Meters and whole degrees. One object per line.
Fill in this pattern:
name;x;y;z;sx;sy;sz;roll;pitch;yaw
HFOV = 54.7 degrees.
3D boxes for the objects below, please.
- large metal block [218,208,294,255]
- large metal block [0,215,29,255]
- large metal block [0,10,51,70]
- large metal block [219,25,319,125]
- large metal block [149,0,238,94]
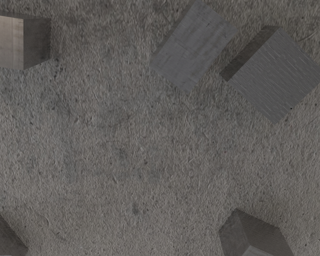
large metal block;0.138;0.173;0.445;0.080;0.080;0.050;26;108;-10
large metal block;-0.263;0.185;0.462;0.080;0.050;0.080;-25;108;9
large metal block;-0.175;-0.101;0.341;0.081;0.080;0.050;8;110;-3
large metal block;0.133;-0.065;0.374;0.080;0.050;0.080;39;105;-13
large metal block;0.033;-0.093;0.346;0.050;0.080;0.080;34;106;-12
